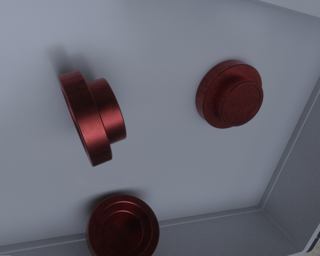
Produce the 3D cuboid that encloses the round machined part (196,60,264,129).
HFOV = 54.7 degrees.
[{"bbox_3d":[0.102,-0.041,0.428,0.099,0.042,0.097,-14,124,-21],"label":"round machined part"}]

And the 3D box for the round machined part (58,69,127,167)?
[{"bbox_3d":[-0.066,-0.013,0.317,0.042,0.098,0.097,-21,127,-16],"label":"round machined part"}]

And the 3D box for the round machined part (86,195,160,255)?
[{"bbox_3d":[-0.054,0.147,0.431,0.099,0.098,0.042,-5,150,-26],"label":"round machined part"}]
